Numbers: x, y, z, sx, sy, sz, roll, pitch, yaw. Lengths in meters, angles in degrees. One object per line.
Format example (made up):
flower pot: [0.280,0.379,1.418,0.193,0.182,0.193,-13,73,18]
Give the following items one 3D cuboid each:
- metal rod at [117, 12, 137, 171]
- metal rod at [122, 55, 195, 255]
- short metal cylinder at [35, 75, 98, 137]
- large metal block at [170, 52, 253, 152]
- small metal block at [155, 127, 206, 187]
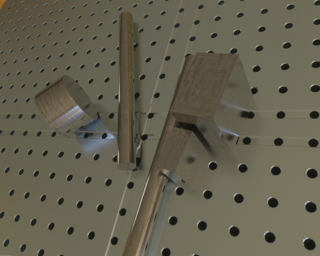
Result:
metal rod: [-0.052,-0.075,0.481,0.025,0.025,0.299,-17,55,19]
metal rod: [0.006,0.035,0.383,0.025,0.025,0.300,4,63,30]
short metal cylinder: [-0.139,-0.033,0.466,0.050,0.080,0.080,-34,51,6]
large metal block: [0.063,-0.029,0.357,0.050,0.080,0.080,12,68,33]
small metal block: [0.026,0.034,0.358,0.025,0.050,0.050,13,68,33]
